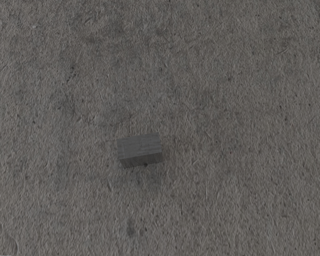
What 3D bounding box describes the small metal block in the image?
[{"bbox_3d":[-0.024,0.029,0.384,0.050,0.050,0.025,-10,71,-4],"label":"small metal block"}]
